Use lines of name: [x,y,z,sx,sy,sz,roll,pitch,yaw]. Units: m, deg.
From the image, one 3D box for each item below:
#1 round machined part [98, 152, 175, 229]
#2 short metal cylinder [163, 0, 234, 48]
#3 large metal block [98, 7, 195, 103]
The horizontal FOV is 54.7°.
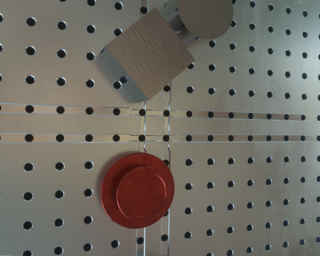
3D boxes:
round machined part: [-0.026,0.080,0.395,0.099,0.042,0.097,0,90,-21]
short metal cylinder: [0.051,-0.154,0.419,0.081,0.050,0.079,0,90,-20]
large metal block: [-0.017,-0.090,0.394,0.080,0.050,0.080,-43,104,-15]
